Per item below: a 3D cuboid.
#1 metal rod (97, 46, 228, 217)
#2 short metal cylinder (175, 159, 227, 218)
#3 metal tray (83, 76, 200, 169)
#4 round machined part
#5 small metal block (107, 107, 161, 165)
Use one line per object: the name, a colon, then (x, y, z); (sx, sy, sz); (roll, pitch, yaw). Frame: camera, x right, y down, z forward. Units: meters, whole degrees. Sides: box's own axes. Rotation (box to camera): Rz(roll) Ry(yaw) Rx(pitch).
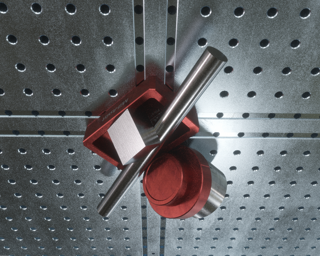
metal rod: (-0.014, 0.026, 0.394); (0.025, 0.025, 0.298); (22, 127, -18)
short metal cylinder: (0.048, 0.081, 0.444); (0.080, 0.080, 0.050); (-36, 122, 26)
metal tray: (-0.025, 0.002, 0.409); (0.130, 0.030, 0.090); (-35, 122, 26)
round machined part: (0.015, 0.069, 0.409); (0.098, 0.098, 0.042); (-38, 143, 27)
small metal block: (-0.032, 0.010, 0.375); (0.025, 0.050, 0.050); (-9, 156, -45)
